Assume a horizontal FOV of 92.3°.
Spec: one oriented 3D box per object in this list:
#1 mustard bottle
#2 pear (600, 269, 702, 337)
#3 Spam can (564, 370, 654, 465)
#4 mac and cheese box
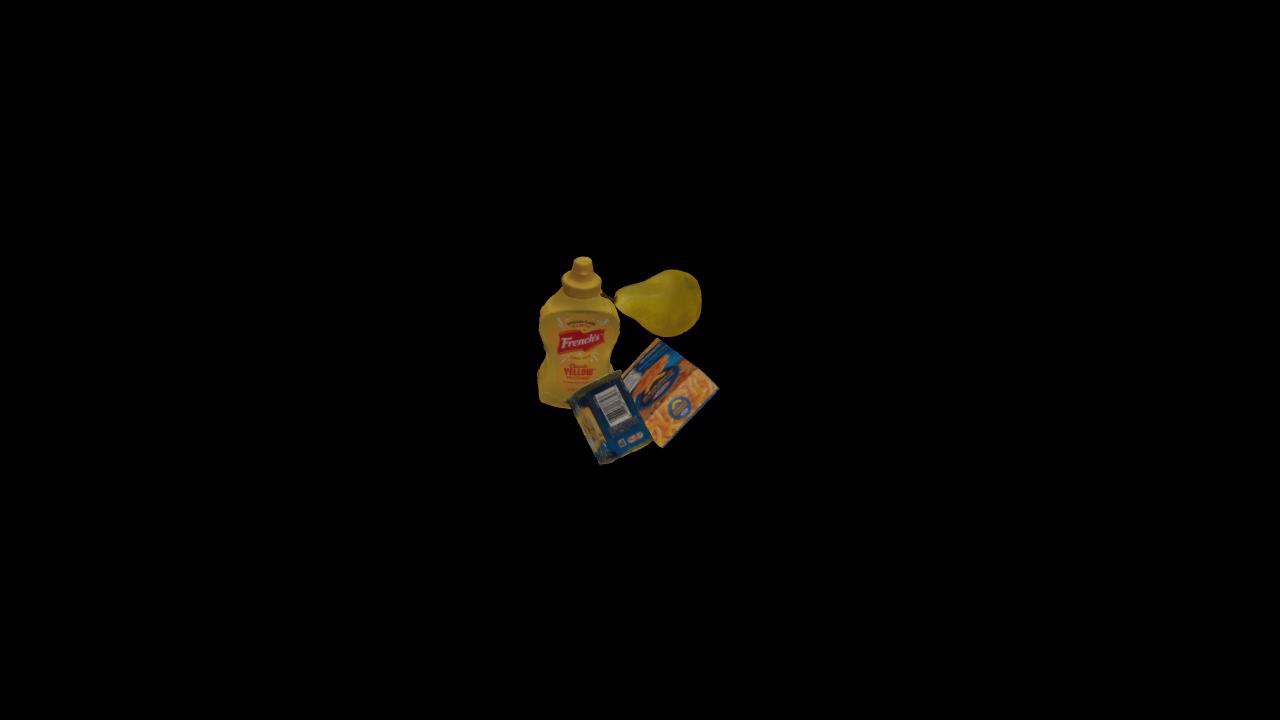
[{"bbox_3d":[-0.068,-0.031,0.687,0.092,0.184,0.054,4,35,-5],"label":"mustard bottle"},{"bbox_3d":[0.009,-0.061,0.668,0.111,0.080,0.080,-2,1,-13],"label":"pear"},{"bbox_3d":[-0.035,0.066,0.681,0.058,0.085,0.101,-26,-4,-19],"label":"Spam can"},{"bbox_3d":[0.024,0.033,0.741,0.041,0.093,0.184,45,-1,-17],"label":"mac and cheese box"}]
